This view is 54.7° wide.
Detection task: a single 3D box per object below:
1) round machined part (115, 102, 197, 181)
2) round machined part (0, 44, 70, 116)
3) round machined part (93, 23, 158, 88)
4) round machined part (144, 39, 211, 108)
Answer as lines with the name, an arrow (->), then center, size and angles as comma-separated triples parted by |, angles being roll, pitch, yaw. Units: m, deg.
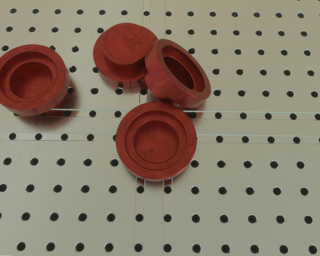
round machined part -> -0.005, 0.019, 0.394 | 0.099, 0.042, 0.098 | 0, 73, -1
round machined part -> -0.173, -0.061, 0.423 | 0.099, 0.042, 0.098 | 0, 70, -1
round machined part -> -0.047, -0.110, 0.442 | 0.099, 0.042, 0.098 | 0, 70, -1
round machined part -> 0.018, -0.066, 0.409 | 0.098, 0.042, 0.098 | 30, 39, -27
